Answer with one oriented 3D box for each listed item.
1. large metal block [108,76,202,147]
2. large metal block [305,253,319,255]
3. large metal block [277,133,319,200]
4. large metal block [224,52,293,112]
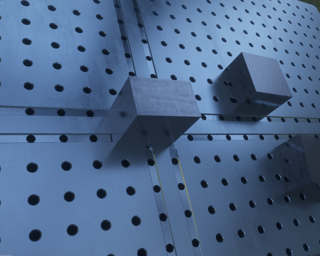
[{"bbox_3d":[-0.010,-0.016,0.379,0.081,0.080,0.050,0,62,-29],"label":"large metal block"},{"bbox_3d":[0.163,0.198,0.361,0.081,0.050,0.080,0,62,-28],"label":"large metal block"},{"bbox_3d":[0.239,0.063,0.486,0.081,0.050,0.080,15,56,-20],"label":"large metal block"},{"bbox_3d":[0.167,-0.077,0.532,0.081,0.050,0.080,4,60,-27],"label":"large metal block"}]
